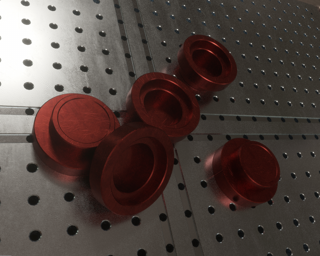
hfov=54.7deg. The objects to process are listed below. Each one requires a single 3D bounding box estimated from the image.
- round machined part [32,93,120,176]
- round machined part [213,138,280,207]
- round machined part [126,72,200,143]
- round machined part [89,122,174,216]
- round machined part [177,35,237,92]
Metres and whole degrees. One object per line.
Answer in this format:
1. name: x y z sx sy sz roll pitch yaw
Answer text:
1. round machined part: -0.090 0.001 0.349 0.099 0.042 0.098 14 56 -21
2. round machined part: 0.127 0.057 0.433 0.099 0.042 0.098 14 56 -21
3. round machined part: 0.001 -0.023 0.413 0.099 0.042 0.098 14 56 -21
4. round machined part: -0.034 0.040 0.334 0.099 0.097 0.042 -26 32 -37
5. round machined part: 0.071 -0.098 0.498 0.099 0.042 0.098 14 56 -21
